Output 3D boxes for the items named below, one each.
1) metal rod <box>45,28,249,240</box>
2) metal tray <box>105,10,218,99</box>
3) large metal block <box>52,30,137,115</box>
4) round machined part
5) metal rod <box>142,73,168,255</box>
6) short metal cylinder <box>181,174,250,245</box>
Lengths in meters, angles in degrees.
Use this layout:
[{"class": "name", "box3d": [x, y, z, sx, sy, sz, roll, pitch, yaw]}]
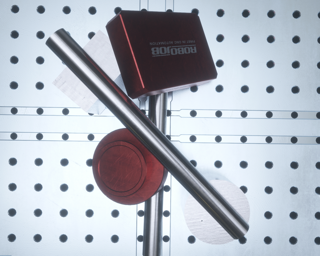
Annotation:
[{"class": "metal rod", "box3d": [-0.007, 0.013, 0.343, 0.025, 0.025, 0.300, -43, 98, 0]}, {"class": "metal tray", "box3d": [0.008, -0.090, 0.372, 0.131, 0.030, 0.090, -18, 90, -42]}, {"class": "large metal block", "box3d": [-0.075, -0.064, 0.386, 0.050, 0.080, 0.080, 41, 90, -1]}, {"class": "round machined part", "box3d": [-0.042, 0.049, 0.389, 0.098, 0.042, 0.097, 0, 90, 17]}, {"class": "metal rod", "box3d": [-0.005, 0.020, 0.413, 0.025, 0.025, 0.298, 2, 90, -1]}, {"class": "short metal cylinder", "box3d": [0.070, 0.103, 0.402, 0.081, 0.050, 0.079, 0, 90, -1]}]
